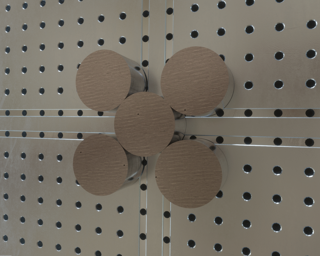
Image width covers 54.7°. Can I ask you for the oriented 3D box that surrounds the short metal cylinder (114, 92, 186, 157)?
[{"bbox_3d":[-0.012,-0.005,0.402,0.080,0.050,0.079,0,90,19],"label":"short metal cylinder"}]

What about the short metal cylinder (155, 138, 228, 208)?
[{"bbox_3d":[0.040,0.053,0.384,0.080,0.050,0.079,0,90,19],"label":"short metal cylinder"}]

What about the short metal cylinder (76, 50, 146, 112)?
[{"bbox_3d":[-0.065,-0.061,0.420,0.080,0.050,0.079,0,90,19],"label":"short metal cylinder"}]

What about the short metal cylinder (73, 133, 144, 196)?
[{"bbox_3d":[-0.069,0.047,0.421,0.080,0.050,0.079,0,90,19],"label":"short metal cylinder"}]

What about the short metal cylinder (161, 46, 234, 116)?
[{"bbox_3d":[0.047,-0.054,0.380,0.080,0.050,0.079,0,90,19],"label":"short metal cylinder"}]
